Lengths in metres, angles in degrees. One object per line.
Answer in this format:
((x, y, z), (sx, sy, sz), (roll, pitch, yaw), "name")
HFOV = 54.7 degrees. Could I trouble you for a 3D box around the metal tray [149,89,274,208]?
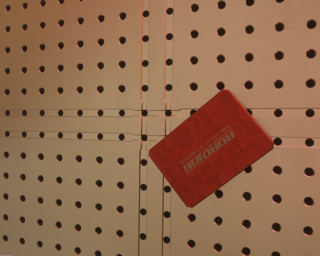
((0.062, 0.026, 0.388), (0.130, 0.030, 0.090), (-40, 78, 15), "metal tray")
